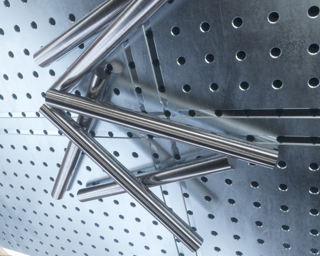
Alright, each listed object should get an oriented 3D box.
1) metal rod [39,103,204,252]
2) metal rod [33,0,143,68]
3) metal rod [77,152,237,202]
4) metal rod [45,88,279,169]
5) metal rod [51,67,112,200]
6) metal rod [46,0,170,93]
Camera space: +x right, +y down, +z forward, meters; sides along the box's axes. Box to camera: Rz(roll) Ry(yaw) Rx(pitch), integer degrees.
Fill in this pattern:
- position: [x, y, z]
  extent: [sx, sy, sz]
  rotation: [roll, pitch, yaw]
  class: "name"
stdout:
- position: [-0.055, 0.070, 0.449]
  extent: [0.300, 0.025, 0.025]
  rotation: [43, 129, -2]
  class: "metal rod"
- position: [-0.052, -0.137, 0.354]
  extent: [0.299, 0.025, 0.025]
  rotation: [-19, 108, 35]
  class: "metal rod"
- position: [-0.025, 0.081, 0.474]
  extent: [0.299, 0.025, 0.025]
  rotation: [-20, 108, 35]
  class: "metal rod"
- position: [-0.007, -0.003, 0.393]
  extent: [0.301, 0.025, 0.025]
  rotation: [15, 125, 12]
  class: "metal rod"
- position: [-0.135, 0.027, 0.500]
  extent: [0.025, 0.025, 0.298]
  rotation: [35, 129, 5]
  class: "metal rod"
- position: [-0.061, -0.101, 0.364]
  extent: [0.299, 0.025, 0.025]
  rotation: [-28, 103, 42]
  class: "metal rod"
